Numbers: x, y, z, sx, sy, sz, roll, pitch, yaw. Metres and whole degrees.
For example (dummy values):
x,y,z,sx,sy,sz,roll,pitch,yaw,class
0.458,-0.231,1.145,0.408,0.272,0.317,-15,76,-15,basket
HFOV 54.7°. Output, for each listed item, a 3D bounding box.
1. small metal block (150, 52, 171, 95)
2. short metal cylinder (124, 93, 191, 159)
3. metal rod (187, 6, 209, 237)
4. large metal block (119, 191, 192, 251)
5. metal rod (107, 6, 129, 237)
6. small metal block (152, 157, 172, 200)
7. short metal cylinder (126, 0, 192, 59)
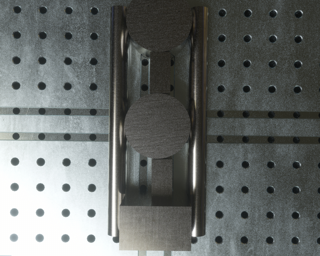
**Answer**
x,y,z,sx,sy,sz,roll,pitch,yaw,class
0.000,-0.068,0.399,0.025,0.050,0.050,1,90,0,small metal block
-0.003,-0.003,0.400,0.081,0.050,0.080,0,90,0,short metal cylinder
0.050,-0.008,0.413,0.025,0.025,0.298,1,90,0,metal rod
-0.005,0.112,0.386,0.081,0.080,0.050,1,90,0,large metal block
-0.055,-0.009,0.412,0.025,0.025,0.298,1,90,0,metal rod
0.002,0.063,0.400,0.025,0.050,0.050,0,90,0,small metal block
-0.001,-0.132,0.400,0.081,0.050,0.080,0,90,0,short metal cylinder
